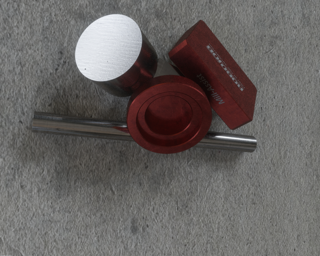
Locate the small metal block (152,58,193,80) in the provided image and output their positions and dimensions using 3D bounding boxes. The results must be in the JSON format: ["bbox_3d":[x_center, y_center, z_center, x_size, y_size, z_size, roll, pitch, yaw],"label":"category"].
[{"bbox_3d":[0.008,-0.062,0.398,0.050,0.050,0.025,25,82,-19],"label":"small metal block"}]

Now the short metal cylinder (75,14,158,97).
[{"bbox_3d":[-0.049,-0.082,0.358,0.080,0.050,0.080,-5,74,18],"label":"short metal cylinder"}]

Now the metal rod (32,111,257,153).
[{"bbox_3d":[-0.005,0.008,0.409,0.302,0.025,0.025,6,88,-20],"label":"metal rod"}]

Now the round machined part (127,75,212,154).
[{"bbox_3d":[0.010,-0.019,0.372,0.099,0.042,0.097,-3,124,-4],"label":"round machined part"}]

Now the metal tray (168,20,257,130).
[{"bbox_3d":[0.075,-0.071,0.408,0.130,0.030,0.090,47,37,-14],"label":"metal tray"}]
